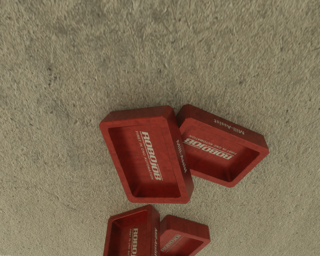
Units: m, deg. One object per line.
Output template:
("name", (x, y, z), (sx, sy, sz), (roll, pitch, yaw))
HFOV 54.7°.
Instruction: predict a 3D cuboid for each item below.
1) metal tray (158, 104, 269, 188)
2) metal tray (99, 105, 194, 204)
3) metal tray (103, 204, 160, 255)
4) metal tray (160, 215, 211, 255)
("metal tray", (0.070, 0.029, 0.429), (0.131, 0.030, 0.089), (21, 127, -18))
("metal tray", (-0.014, 0.039, 0.401), (0.090, 0.030, 0.129), (-5, 117, 23))
("metal tray", (-0.046, 0.197, 0.506), (0.090, 0.130, 0.030), (-22, 127, 17))
("metal tray", (0.025, 0.222, 0.593), (0.091, 0.030, 0.129), (21, 127, -18))
